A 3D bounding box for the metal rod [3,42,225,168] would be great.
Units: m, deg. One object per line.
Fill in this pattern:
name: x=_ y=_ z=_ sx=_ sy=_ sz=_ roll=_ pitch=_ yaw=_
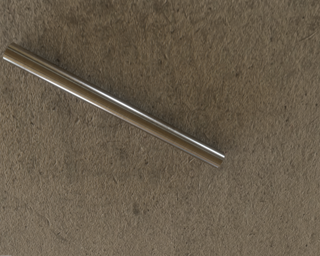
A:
metal rod: x=-0.050 y=-0.024 z=0.400 sx=0.301 sy=0.025 sz=0.025 roll=27 pitch=108 yaw=-10
